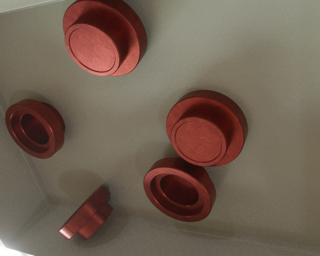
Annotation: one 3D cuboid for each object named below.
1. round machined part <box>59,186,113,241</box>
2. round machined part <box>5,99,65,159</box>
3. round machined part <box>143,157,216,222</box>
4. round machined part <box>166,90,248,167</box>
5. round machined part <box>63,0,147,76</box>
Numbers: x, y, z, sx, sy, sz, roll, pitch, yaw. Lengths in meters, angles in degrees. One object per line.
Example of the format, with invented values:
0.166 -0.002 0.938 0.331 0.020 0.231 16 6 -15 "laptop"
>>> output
-0.115 0.145 0.510 0.042 0.098 0.098 44 129 -2 "round machined part"
-0.193 -0.003 0.495 0.098 0.042 0.097 13 124 20 "round machined part"
0.030 0.079 0.427 0.098 0.042 0.097 15 128 20 "round machined part"
0.052 0.007 0.374 0.098 0.042 0.097 13 124 20 "round machined part"
-0.068 -0.099 0.355 0.098 0.042 0.097 15 140 13 "round machined part"
